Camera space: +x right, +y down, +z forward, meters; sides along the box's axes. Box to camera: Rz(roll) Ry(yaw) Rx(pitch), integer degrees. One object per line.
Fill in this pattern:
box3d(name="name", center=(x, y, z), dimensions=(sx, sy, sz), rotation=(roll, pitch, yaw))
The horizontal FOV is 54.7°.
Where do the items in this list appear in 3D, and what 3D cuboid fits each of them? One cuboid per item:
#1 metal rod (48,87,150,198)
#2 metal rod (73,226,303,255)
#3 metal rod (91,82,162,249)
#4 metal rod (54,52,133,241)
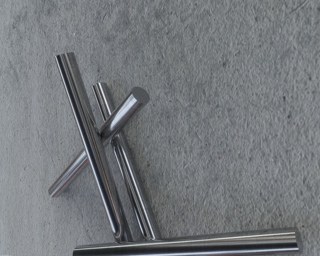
box3d(name="metal rod", center=(-0.107, 0.038, 0.467), dimensions=(0.299, 0.025, 0.025), rotation=(-43, 64, 40))
box3d(name="metal rod", center=(0.008, 0.145, 0.371), dimensions=(0.300, 0.025, 0.025), rotation=(-17, 79, 30))
box3d(name="metal rod", center=(-0.041, 0.068, 0.439), dimensions=(0.025, 0.025, 0.299), rotation=(-34, 69, 35))
box3d(name="metal rod", center=(-0.082, 0.049, 0.417), dimensions=(0.025, 0.025, 0.298), rotation=(-8, 102, 40))
